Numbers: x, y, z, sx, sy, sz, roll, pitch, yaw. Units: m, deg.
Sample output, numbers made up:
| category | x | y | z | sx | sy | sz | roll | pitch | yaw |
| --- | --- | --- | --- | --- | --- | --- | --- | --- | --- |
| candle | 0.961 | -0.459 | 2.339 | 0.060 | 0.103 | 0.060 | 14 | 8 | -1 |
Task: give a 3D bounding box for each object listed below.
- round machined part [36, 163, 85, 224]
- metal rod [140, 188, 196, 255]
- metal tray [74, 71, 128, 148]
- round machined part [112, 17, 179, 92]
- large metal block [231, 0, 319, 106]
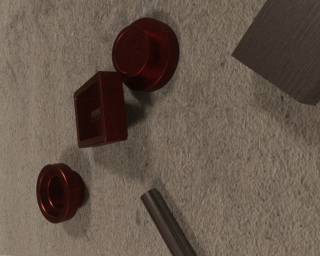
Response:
| category | x | y | z | sx | sy | sz | roll | pitch | yaw |
| --- | --- | --- | --- | --- | --- | --- | --- | --- | --- |
| round machined part | -0.165 | 0.108 | 0.527 | 0.098 | 0.042 | 0.097 | 0 | 90 | 39 |
| metal rod | 0.060 | 0.202 | 0.354 | 0.025 | 0.025 | 0.299 | -48 | 62 | 29 |
| metal tray | -0.089 | -0.021 | 0.443 | 0.130 | 0.030 | 0.089 | -14 | 81 | 60 |
| round machined part | -0.026 | -0.098 | 0.413 | 0.098 | 0.042 | 0.097 | 0 | 90 | 39 |
| large metal block | 0.128 | -0.077 | 0.282 | 0.080 | 0.050 | 0.080 | 45 | 117 | 30 |
